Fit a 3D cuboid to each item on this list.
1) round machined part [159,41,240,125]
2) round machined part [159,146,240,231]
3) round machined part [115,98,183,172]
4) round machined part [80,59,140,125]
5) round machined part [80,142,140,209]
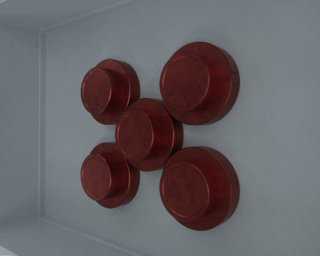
[{"bbox_3d":[0.038,-0.052,0.361,0.098,0.042,0.097,0,90,39],"label":"round machined part"},{"bbox_3d":[0.038,0.071,0.361,0.098,0.042,0.097,0,90,39],"label":"round machined part"},{"bbox_3d":[-0.021,0.009,0.409,0.098,0.042,0.097,0,90,39],"label":"round machined part"},{"bbox_3d":[-0.080,-0.053,0.457,0.098,0.042,0.097,0,90,39],"label":"round machined part"},{"bbox_3d":[-0.080,0.070,0.457,0.098,0.042,0.097,0,90,39],"label":"round machined part"}]
